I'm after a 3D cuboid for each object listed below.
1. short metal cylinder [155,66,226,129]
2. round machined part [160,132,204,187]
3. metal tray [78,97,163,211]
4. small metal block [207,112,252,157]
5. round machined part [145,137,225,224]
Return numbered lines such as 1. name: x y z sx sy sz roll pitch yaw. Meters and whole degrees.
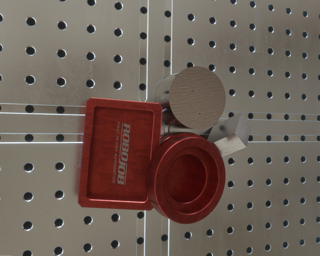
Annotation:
1. short metal cylinder: 0.040 -0.038 0.415 0.081 0.050 0.079 0 90 -21
2. round machined part: 0.035 0.054 0.416 0.099 0.042 0.097 0 90 -21
3. metal tray: -0.048 0.032 0.381 0.091 0.030 0.129 5 88 -6
4. small metal block: 0.094 0.011 0.425 0.025 0.050 0.050 49 40 -14
5. round machined part: 0.026 0.058 0.363 0.099 0.042 0.097 -1 93 -31
